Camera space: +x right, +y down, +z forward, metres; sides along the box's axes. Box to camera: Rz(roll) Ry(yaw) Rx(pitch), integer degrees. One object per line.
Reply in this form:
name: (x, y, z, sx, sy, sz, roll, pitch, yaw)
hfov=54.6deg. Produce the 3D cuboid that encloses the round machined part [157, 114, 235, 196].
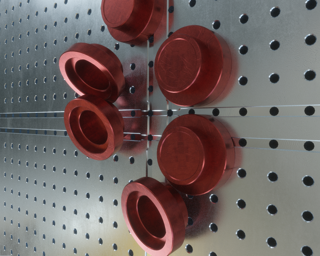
round machined part: (0.035, 0.032, 0.370, 0.098, 0.042, 0.097, 0, 90, 40)

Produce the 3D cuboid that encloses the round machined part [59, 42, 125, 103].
round machined part: (-0.094, -0.084, 0.455, 0.098, 0.042, 0.098, 20, 145, 15)

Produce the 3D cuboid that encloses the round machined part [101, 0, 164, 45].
round machined part: (-0.045, -0.170, 0.437, 0.098, 0.042, 0.097, 0, 90, 40)

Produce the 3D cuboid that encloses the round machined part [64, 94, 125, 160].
round machined part: (-0.092, -0.005, 0.461, 0.098, 0.042, 0.097, 17, 123, 28)

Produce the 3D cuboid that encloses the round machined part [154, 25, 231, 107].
round machined part: (0.032, -0.075, 0.373, 0.098, 0.042, 0.097, 0, 90, 40)

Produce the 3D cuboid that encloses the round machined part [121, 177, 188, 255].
round machined part: (-0.003, 0.107, 0.391, 0.098, 0.042, 0.097, 22, 120, 43)
